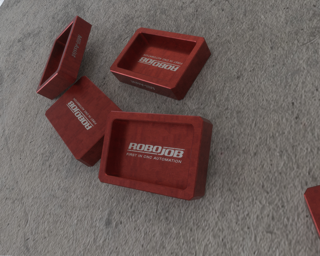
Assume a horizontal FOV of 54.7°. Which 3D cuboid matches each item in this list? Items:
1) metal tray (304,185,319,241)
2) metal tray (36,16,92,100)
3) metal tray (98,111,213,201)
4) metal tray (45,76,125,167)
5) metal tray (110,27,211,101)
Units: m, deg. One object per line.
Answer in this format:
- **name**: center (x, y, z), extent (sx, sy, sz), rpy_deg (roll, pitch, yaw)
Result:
- **metal tray**: center (0.182, 0.102, 0.243), extent (0.090, 0.030, 0.130), rpy_deg (-19, 54, 17)
- **metal tray**: center (-0.167, -0.123, 0.542), extent (0.090, 0.030, 0.130), rpy_deg (-24, 49, 43)
- **metal tray**: center (-0.008, 0.029, 0.368), extent (0.130, 0.030, 0.090), rpy_deg (5, 84, 30)
- **metal tray**: center (-0.110, -0.015, 0.468), extent (0.090, 0.030, 0.130), rpy_deg (-45, 51, -4)
- **metal tray**: center (-0.002, -0.100, 0.462), extent (0.130, 0.030, 0.090), rpy_deg (22, 73, 36)
